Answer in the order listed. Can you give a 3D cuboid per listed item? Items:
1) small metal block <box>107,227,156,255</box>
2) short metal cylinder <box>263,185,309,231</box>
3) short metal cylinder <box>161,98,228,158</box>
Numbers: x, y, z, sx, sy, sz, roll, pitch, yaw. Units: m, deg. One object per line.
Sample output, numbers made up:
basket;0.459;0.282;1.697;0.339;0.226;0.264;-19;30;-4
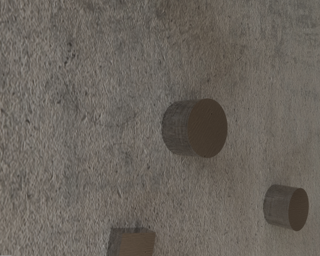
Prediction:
small metal block;-0.036;0.150;0.377;0.050;0.025;0.050;15;81;-39
short metal cylinder;0.244;0.152;0.597;0.081;0.050;0.079;0;90;-40
short metal cylinder;0.049;0.000;0.432;0.081;0.050;0.079;0;90;-40
